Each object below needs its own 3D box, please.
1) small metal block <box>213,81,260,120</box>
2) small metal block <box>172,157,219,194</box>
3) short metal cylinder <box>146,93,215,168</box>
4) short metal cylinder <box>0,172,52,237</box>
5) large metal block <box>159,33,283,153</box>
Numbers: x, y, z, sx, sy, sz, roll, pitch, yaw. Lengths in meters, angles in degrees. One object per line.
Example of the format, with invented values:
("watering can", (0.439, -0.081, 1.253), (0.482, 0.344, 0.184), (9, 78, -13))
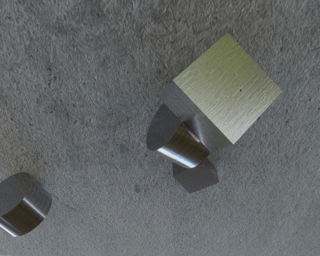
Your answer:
("small metal block", (0.094, -0.034, 0.379), (0.050, 0.025, 0.050), (-8, 130, 6))
("small metal block", (0.054, 0.068, 0.465), (0.050, 0.025, 0.050), (-26, 126, 20))
("short metal cylinder", (0.027, 0.002, 0.373), (0.050, 0.080, 0.080), (30, 124, -23))
("short metal cylinder", (-0.213, 0.114, 0.466), (0.080, 0.080, 0.050), (-17, 128, 14))
("large metal block", (0.060, -0.034, 0.316), (0.080, 0.080, 0.050), (47, 160, 0))
